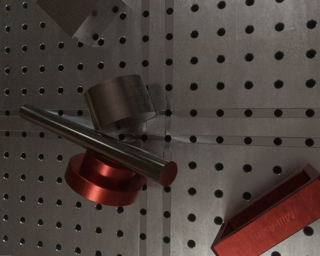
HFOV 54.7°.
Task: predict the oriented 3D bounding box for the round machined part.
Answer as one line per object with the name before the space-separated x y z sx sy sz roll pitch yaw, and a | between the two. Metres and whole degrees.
round machined part | -0.066 0.054 0.395 0.098 0.098 0.042 26 103 18

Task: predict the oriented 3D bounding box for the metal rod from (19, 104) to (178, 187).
metal rod | -0.100 0.009 0.388 0.300 0.025 0.025 17 96 41

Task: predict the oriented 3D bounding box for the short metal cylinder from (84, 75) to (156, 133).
short metal cylinder | -0.052 -0.029 0.401 0.080 0.080 0.050 -22 83 18

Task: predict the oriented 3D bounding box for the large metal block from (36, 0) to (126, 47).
large metal block | -0.111 -0.176 0.437 0.080 0.050 0.080 45 104 14

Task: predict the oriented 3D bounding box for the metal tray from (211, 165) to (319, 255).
metal tray | 0.122 0.094 0.335 0.130 0.090 0.030 -40 78 15
